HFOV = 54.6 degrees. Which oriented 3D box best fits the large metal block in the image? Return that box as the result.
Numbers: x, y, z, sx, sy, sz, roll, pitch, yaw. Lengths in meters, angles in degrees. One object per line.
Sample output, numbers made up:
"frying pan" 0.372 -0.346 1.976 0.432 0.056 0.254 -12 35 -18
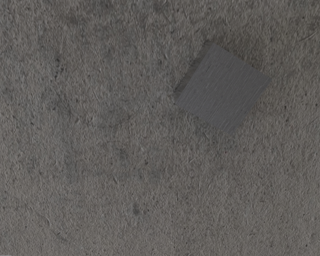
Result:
"large metal block" 0.072 -0.050 0.378 0.080 0.050 0.080 29 107 -10
